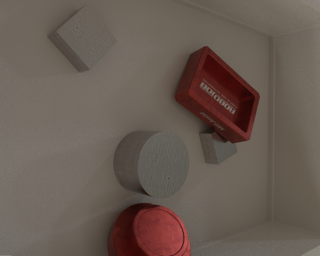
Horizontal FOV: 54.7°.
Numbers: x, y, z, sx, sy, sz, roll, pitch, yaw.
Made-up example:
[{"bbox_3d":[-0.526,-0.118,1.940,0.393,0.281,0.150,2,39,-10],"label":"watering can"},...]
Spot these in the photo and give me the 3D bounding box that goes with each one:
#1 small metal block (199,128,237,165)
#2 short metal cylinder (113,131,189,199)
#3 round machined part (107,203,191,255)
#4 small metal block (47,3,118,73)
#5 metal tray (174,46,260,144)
[{"bbox_3d":[0.092,0.024,0.487,0.050,0.025,0.050,-24,106,-38],"label":"small metal block"},{"bbox_3d":[-0.010,0.043,0.384,0.081,0.050,0.079,0,90,-40],"label":"short metal cylinder"},{"bbox_3d":[-0.007,0.129,0.357,0.099,0.042,0.098,19,39,-16],"label":"round machined part"},{"bbox_3d":[-0.083,-0.097,0.338,0.050,0.025,0.050,51,60,-28],"label":"small metal block"},{"bbox_3d":[0.090,-0.047,0.460,0.130,0.030,0.090,35,61,-25],"label":"metal tray"}]
